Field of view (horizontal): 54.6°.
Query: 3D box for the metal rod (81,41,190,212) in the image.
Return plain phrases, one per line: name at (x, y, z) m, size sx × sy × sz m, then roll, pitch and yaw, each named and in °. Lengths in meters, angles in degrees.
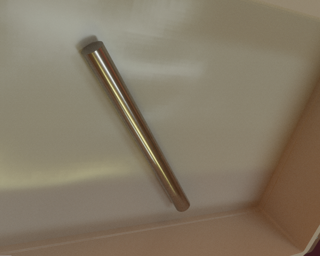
metal rod at (-0.016, 0.022, 0.412) m, size 0.025 × 0.025 × 0.299 m, roll -33°, pitch 129°, yaw -7°
